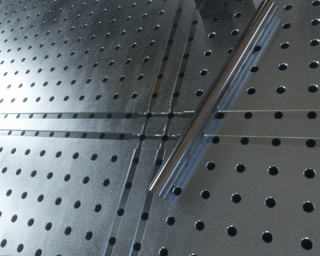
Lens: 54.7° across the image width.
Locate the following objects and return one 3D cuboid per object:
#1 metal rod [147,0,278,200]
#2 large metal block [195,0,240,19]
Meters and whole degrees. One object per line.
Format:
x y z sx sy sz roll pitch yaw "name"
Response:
0.074 -0.046 0.396 0.025 0.025 0.300 22 73 36 "metal rod"
0.087 -0.223 0.463 0.050 0.080 0.080 11 67 32 "large metal block"
